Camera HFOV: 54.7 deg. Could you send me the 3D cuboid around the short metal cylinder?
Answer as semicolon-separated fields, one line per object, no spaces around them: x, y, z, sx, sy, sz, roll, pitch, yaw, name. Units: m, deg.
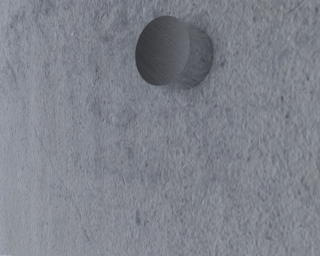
0.017;-0.088;0.373;0.080;0.050;0.079;0;90;39;short metal cylinder
